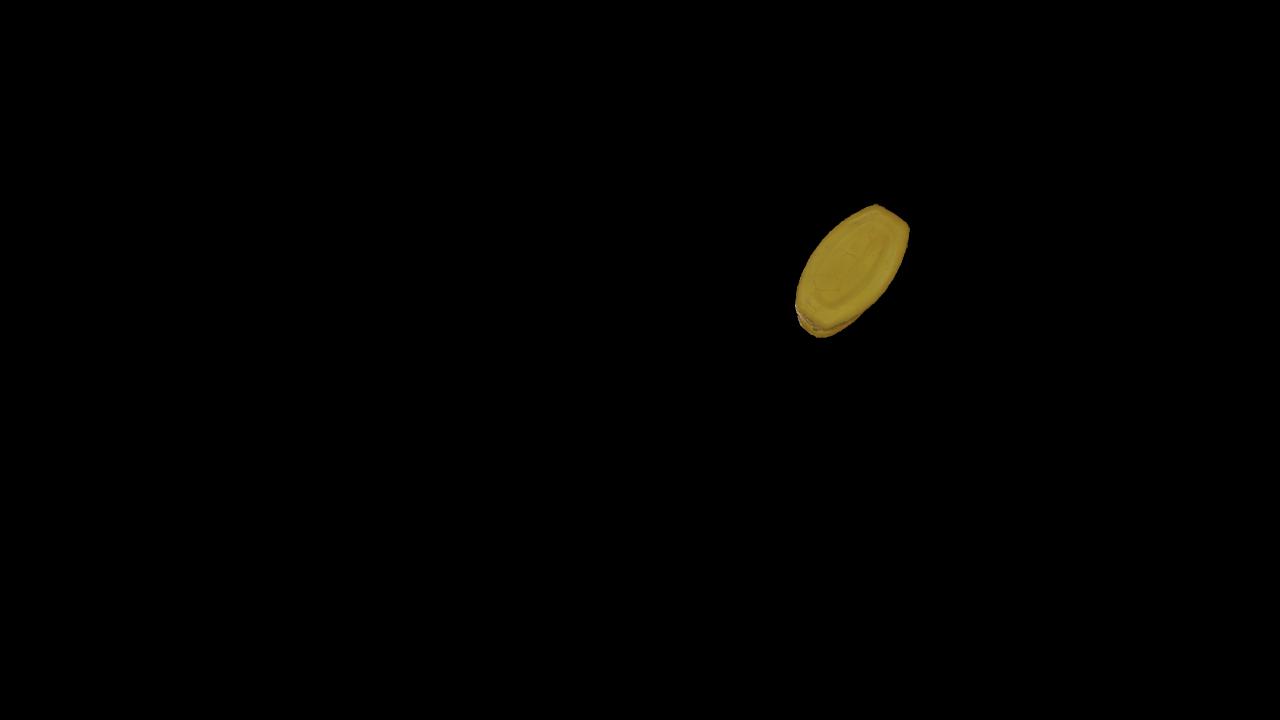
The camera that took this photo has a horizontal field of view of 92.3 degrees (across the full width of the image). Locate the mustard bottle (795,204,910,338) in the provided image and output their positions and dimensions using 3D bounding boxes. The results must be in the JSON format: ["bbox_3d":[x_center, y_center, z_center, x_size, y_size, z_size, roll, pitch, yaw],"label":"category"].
[{"bbox_3d":[0.164,-0.058,0.494,0.054,0.092,0.184,33,6,14],"label":"mustard bottle"}]
